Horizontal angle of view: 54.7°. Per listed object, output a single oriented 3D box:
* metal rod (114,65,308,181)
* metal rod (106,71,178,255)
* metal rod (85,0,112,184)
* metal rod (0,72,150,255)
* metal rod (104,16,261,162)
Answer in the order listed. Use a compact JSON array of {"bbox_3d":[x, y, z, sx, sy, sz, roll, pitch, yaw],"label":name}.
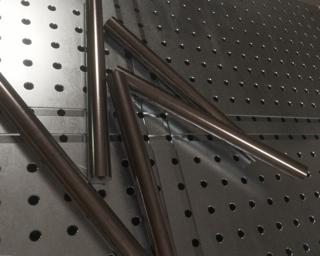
[{"bbox_3d":[0.071,-0.005,0.432,0.301,0.025,0.025,28,52,-4],"label":"metal rod"},{"bbox_3d":[-0.015,0.068,0.350,0.025,0.025,0.299,-5,67,-31],"label":"metal rod"},{"bbox_3d":[-0.084,-0.074,0.408,0.025,0.025,0.299,6,59,-25],"label":"metal rod"},{"bbox_3d":[-0.111,0.033,0.328,0.300,0.025,0.025,49,51,6],"label":"metal rod"},{"bbox_3d":[0.036,-0.058,0.464,0.300,0.025,0.025,41,51,0],"label":"metal rod"}]
